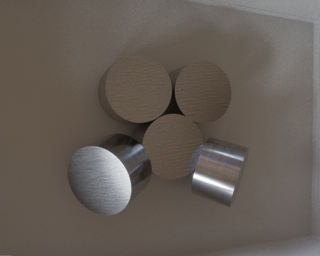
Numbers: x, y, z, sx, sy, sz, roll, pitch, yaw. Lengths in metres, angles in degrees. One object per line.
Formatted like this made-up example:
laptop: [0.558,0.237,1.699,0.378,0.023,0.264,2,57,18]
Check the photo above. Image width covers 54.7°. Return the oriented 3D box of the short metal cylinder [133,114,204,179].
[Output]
short metal cylinder: [0.008,0.022,0.398,0.081,0.050,0.079,0,90,-21]

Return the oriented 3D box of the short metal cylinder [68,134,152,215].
short metal cylinder: [-0.056,0.051,0.354,0.050,0.080,0.080,-32,105,-63]

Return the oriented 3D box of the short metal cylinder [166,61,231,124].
short metal cylinder: [0.047,-0.046,0.414,0.081,0.050,0.079,0,90,-21]

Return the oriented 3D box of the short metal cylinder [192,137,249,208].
short metal cylinder: [0.080,0.057,0.404,0.050,0.080,0.080,17,83,20]

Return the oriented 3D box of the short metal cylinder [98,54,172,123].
short metal cylinder: [-0.032,-0.046,0.383,0.081,0.050,0.079,0,90,-21]
